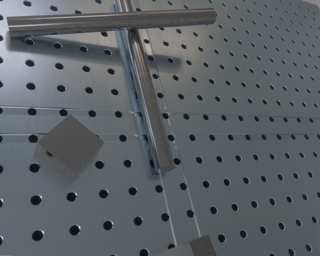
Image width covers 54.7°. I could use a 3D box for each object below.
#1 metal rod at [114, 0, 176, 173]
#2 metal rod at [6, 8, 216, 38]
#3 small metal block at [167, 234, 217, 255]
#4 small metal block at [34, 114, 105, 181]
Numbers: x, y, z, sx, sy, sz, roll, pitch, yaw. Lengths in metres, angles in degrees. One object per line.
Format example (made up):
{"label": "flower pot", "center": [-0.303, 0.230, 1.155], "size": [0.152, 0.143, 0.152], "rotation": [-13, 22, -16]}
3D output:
{"label": "metal rod", "center": [-0.028, -0.081, 0.442], "size": [0.025, 0.025, 0.299], "rotation": [0, 62, -29]}
{"label": "metal rod", "center": [-0.052, -0.153, 0.443], "size": [0.303, 0.025, 0.025], "rotation": [-12, 68, -23]}
{"label": "small metal block", "center": [0.037, 0.145, 0.324], "size": [0.025, 0.050, 0.050], "rotation": [-8, 66, -32]}
{"label": "small metal block", "center": [-0.099, 0.021, 0.342], "size": [0.050, 0.025, 0.050], "rotation": [40, 51, -1]}
